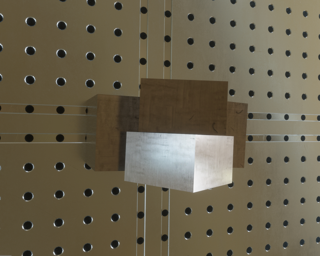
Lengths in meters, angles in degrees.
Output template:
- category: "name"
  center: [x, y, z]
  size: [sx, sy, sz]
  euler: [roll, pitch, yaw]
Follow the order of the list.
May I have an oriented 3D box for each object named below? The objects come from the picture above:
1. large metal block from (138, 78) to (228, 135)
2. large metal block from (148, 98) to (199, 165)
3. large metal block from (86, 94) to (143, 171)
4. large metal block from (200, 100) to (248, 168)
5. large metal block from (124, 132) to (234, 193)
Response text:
- category: "large metal block"
  center: [0.023, -0.019, 0.325]
  size: [0.080, 0.080, 0.050]
  euler: [2, 89, 2]
- category: "large metal block"
  center: [0.003, 0.005, 0.399]
  size: [0.081, 0.050, 0.079]
  euler: [3, 89, -20]
- category: "large metal block"
  center: [-0.056, 0.005, 0.364]
  size: [0.050, 0.080, 0.079]
  euler: [2, 90, -20]
- category: "large metal block"
  center: [0.069, 0.008, 0.410]
  size: [0.050, 0.080, 0.080]
  euler: [4, 89, -20]
- category: "large metal block"
  center: [0.021, 0.031, 0.321]
  size: [0.080, 0.080, 0.050]
  euler: [4, 88, -53]
